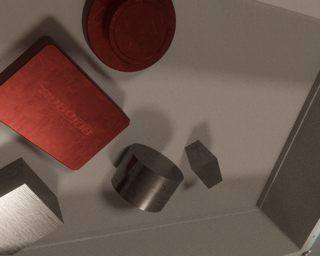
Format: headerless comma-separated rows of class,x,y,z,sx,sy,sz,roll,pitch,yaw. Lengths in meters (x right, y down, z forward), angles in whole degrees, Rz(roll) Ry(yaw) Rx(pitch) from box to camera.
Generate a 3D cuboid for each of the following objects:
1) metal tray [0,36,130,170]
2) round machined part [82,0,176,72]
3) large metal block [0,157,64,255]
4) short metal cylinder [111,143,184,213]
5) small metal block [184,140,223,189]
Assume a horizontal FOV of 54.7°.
metal tray,-0.106,-0.021,0.336,0.090,0.030,0.130,-42,130,0
round machined part,-0.026,-0.104,0.320,0.099,0.042,0.097,-14,125,-21
large metal block,-0.172,0.094,0.357,0.080,0.050,0.080,-30,129,-9
short metal cylinder,-0.016,0.064,0.405,0.080,0.080,0.050,23,106,-37
small metal block,0.065,0.054,0.464,0.025,0.050,0.050,-29,129,-10
